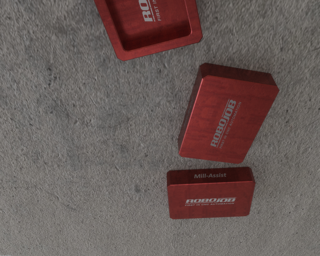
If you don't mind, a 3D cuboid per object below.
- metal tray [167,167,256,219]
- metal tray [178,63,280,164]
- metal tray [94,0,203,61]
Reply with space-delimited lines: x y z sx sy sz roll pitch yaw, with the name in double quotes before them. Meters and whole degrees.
"metal tray" 0.078 0.106 0.495 0.131 0.030 0.089 -3 130 2
"metal tray" 0.080 -0.013 0.394 0.091 0.030 0.129 8 130 -7
"metal tray" -0.017 -0.134 0.288 0.090 0.030 0.129 -12 129 10
